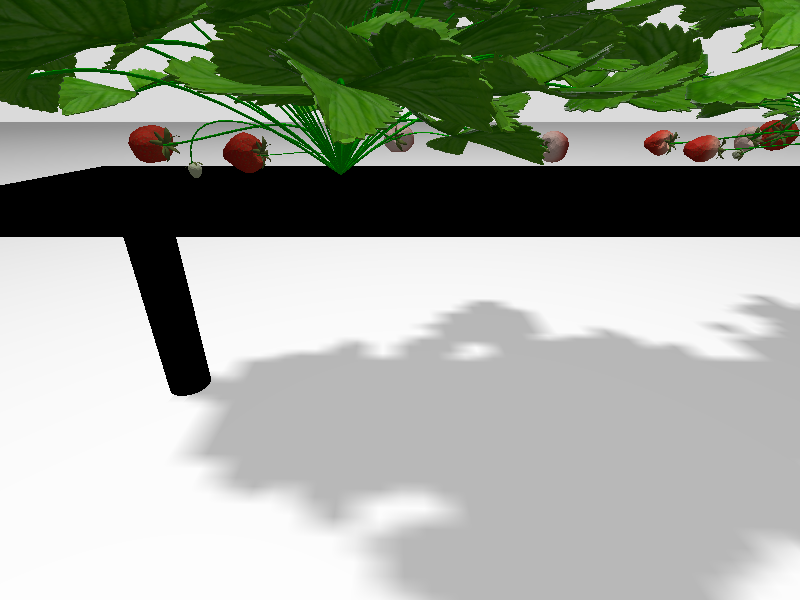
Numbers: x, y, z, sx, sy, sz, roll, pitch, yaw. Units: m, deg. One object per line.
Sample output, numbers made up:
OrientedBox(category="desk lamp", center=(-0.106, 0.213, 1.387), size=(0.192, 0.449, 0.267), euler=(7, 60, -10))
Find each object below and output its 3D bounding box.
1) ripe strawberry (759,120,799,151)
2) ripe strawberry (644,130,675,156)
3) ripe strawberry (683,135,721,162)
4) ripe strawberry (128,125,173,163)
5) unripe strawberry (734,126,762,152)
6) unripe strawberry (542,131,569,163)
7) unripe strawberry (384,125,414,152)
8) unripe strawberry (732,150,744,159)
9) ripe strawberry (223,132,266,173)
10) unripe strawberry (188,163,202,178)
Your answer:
OrientedBox(category="ripe strawberry", center=(0.484, -0.212, 0.517), size=(0.042, 0.037, 0.038), euler=(10, 17, 20))
OrientedBox(category="ripe strawberry", center=(0.302, -0.184, 0.469), size=(0.031, 0.028, 0.028), euler=(-15, 29, -29))
OrientedBox(category="ripe strawberry", center=(0.304, -0.153, 0.405), size=(0.030, 0.025, 0.030), euler=(19, 32, 36))
OrientedBox(category="ripe strawberry", center=(-0.247, -0.154, 0.396), size=(0.040, 0.035, 0.040), euler=(9, 27, 19))
OrientedBox(category="unripe strawberry", center=(0.436, -0.202, 0.504), size=(0.026, 0.030, 0.029), euler=(5, 18, 9))
OrientedBox(category="unripe strawberry", center=(0.164, -0.162, 0.422), size=(0.032, 0.031, 0.030), euler=(-11, 27, -23))
OrientedBox(category="unripe strawberry", center=(0.000, -0.200, 0.496), size=(0.037, 0.032, 0.037), euler=(7, 26, 14))
OrientedBox(category="unripe strawberry", center=(0.372, -0.161, 0.441), size=(0.009, 0.010, 0.010), euler=(-6, 25, -12))
OrientedBox(category="ripe strawberry", center=(-0.136, -0.127, 0.346), size=(0.034, 0.033, 0.032), euler=(4, 26, 10))
OrientedBox(category="unripe strawberry", center=(-0.163, -0.103, 0.319), size=(0.010, 0.012, 0.012), euler=(-4, 26, -8))
